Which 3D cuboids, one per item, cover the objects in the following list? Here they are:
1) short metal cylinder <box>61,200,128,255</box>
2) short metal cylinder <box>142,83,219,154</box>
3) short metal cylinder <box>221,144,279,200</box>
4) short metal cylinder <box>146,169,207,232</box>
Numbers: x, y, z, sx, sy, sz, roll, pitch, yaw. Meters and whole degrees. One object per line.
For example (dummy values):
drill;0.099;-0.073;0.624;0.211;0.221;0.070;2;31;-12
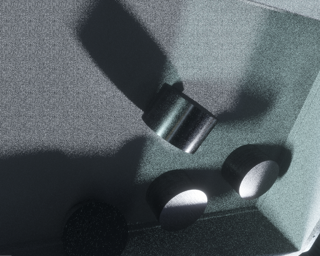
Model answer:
short metal cylinder;-0.087;0.136;0.405;0.081;0.050;0.080;4;79;-20
short metal cylinder;0.025;-0.012;0.381;0.080;0.080;0.050;26;104;-38
short metal cylinder;0.152;0.074;0.525;0.081;0.050;0.079;-14;125;-21
short metal cylinder;0.025;0.111;0.477;0.081;0.050;0.079;-14;125;-21
